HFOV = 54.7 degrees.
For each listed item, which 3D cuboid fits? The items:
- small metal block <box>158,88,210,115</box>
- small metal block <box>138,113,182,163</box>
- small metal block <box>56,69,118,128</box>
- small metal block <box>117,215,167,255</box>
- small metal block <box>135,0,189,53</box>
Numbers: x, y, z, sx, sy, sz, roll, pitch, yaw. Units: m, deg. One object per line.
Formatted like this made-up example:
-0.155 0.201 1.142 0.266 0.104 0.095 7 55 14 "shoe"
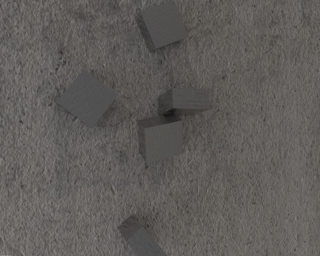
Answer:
0.030 -0.033 0.405 0.050 0.050 0.025 0 83 -20 "small metal block"
0.001 0.012 0.399 0.050 0.025 0.050 -12 119 -20 "small metal block"
-0.089 -0.035 0.376 0.050 0.025 0.050 39 78 -16 "small metal block"
-0.024 0.142 0.387 0.025 0.050 0.050 -40 103 -15 "small metal block"
0.002 -0.134 0.409 0.050 0.025 0.050 -25 99 -18 "small metal block"
